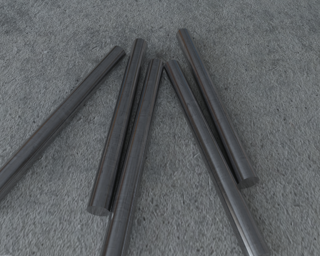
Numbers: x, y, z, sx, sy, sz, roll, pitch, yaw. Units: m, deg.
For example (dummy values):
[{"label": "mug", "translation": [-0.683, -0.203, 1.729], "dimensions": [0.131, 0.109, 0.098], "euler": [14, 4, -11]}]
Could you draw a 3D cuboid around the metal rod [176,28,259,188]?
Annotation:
[{"label": "metal rod", "translation": [0.070, -0.050, 0.445], "dimensions": [0.025, 0.025, 0.300], "euler": [-9, 51, -7]}]

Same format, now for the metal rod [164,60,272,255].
[{"label": "metal rod", "translation": [0.057, 0.014, 0.391], "dimensions": [0.025, 0.025, 0.300], "euler": [-11, 51, -10]}]

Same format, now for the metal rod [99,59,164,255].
[{"label": "metal rod", "translation": [-0.026, 0.015, 0.389], "dimensions": [0.025, 0.025, 0.300], "euler": [6, 50, 5]}]

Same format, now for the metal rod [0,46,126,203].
[{"label": "metal rod", "translation": [-0.129, -0.019, 0.418], "dimensions": [0.025, 0.025, 0.301], "euler": [19, 53, 15]}]

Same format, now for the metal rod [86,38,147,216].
[{"label": "metal rod", "translation": [-0.049, -0.026, 0.424], "dimensions": [0.025, 0.025, 0.300], "euler": [5, 50, 4]}]
